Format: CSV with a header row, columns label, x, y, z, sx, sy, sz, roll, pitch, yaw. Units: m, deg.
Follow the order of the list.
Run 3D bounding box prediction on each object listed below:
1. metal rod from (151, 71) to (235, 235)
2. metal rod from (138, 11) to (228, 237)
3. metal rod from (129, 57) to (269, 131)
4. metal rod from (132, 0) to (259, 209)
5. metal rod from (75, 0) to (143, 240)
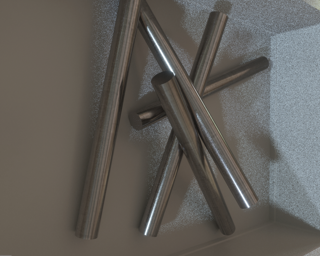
label,x,y,z,sx,sy,sz,roll,pitch,yaw
metal rod,0.056,0.055,0.409,0.025,0.025,0.299,-50,133,-28
metal rod,0.032,-0.008,0.404,0.025,0.025,0.299,21,85,-38
metal rod,0.078,-0.063,0.471,0.302,0.025,0.025,-27,107,-37
metal rod,0.036,-0.037,0.379,0.025,0.025,0.299,-31,92,-36
metal rod,-0.054,-0.029,0.345,0.025,0.025,0.298,12,87,-39
